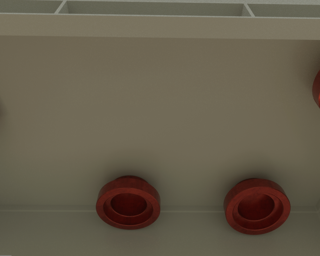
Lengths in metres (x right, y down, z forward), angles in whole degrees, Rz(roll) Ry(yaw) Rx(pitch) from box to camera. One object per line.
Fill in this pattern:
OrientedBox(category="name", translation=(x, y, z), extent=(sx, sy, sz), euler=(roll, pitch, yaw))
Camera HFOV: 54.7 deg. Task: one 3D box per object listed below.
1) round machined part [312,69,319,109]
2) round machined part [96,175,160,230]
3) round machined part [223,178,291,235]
OrientedBox(category="round machined part", translation=(0.224, -0.055, 0.353), extent=(0.099, 0.042, 0.097), euler=(0, 130, 0))
OrientedBox(category="round machined part", translation=(-0.048, 0.114, 0.491), extent=(0.099, 0.042, 0.097), euler=(0, 126, 0))
OrientedBox(category="round machined part", translation=(0.150, 0.119, 0.492), extent=(0.099, 0.042, 0.097), euler=(0, 118, 1))
